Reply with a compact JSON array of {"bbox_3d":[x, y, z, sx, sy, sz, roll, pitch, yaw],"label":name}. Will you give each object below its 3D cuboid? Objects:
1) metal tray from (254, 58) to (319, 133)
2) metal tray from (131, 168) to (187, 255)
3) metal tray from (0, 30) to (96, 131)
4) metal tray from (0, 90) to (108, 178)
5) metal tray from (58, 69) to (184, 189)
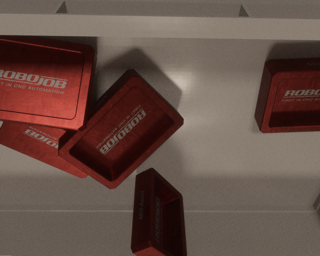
[{"bbox_3d":[0.190,-0.038,0.375,0.131,0.030,0.089,-2,130,1],"label":"metal tray"},{"bbox_3d":[0.001,0.134,0.454,0.030,0.130,0.090,-29,125,22],"label":"metal tray"},{"bbox_3d":[-0.139,-0.049,0.325,0.131,0.090,0.030,8,175,-7],"label":"metal tray"},{"bbox_3d":[-0.136,0.009,0.412,0.131,0.030,0.090,30,124,-23],"label":"metal tray"},{"bbox_3d":[-0.047,0.004,0.379,0.130,0.030,0.090,-44,119,8],"label":"metal tray"}]
